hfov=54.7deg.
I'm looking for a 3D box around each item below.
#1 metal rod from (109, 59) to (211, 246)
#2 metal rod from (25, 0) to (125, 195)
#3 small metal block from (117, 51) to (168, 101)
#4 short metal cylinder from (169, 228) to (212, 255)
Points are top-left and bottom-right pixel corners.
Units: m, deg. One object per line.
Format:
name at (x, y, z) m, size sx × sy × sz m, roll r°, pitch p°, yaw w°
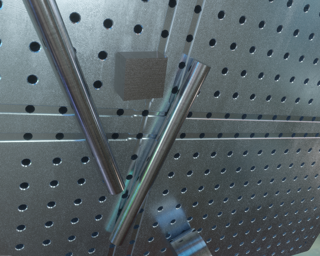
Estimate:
metal rod at (-0.007, 0.046, 0.437) m, size 0.025 × 0.025 × 0.298 m, roll 13°, pitch 112°, yaw -34°
metal rod at (-0.089, -0.034, 0.342) m, size 0.025 × 0.025 × 0.298 m, roll -24°, pitch 128°, yaw -14°
small metal block at (-0.022, -0.061, 0.363) m, size 0.050 × 0.025 × 0.050 m, roll -8°, pitch 122°, yaw -25°
short metal cylinder at (0.056, 0.225, 0.548) m, size 0.050 × 0.080 × 0.080 m, roll -25°, pitch 128°, yaw -13°
